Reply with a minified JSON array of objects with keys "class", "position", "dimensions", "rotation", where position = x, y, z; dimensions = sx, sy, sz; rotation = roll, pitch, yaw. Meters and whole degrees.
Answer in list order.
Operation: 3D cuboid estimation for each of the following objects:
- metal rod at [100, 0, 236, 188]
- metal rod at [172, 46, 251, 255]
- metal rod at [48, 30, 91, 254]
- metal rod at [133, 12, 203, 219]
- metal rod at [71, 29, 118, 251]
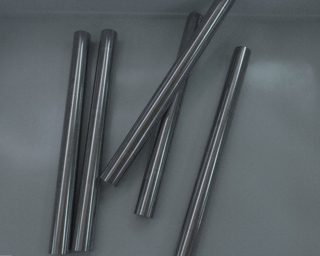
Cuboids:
[{"class":"metal rod","position":[0.016,-0.059,0.403],"dimensions":[0.025,0.025,0.300],"rotation":[31,81,10]},{"class":"metal rod","position":[0.072,0.022,0.401],"dimensions":[0.025,0.025,0.300],"rotation":[18,71,6]},{"class":"metal rod","position":[-0.115,0.004,0.407],"dimensions":[0.025,0.025,0.299],"rotation":[0,70,0]},{"class":"metal rod","position":[0.017,-0.031,0.420],"dimensions":[0.025,0.025,0.299],"rotation":[14,70,5]},{"class":"metal rod","position":[-0.082,0.001,0.408],"dimensions":[0.025,0.025,0.299],"rotation":[3,70,1]}]
